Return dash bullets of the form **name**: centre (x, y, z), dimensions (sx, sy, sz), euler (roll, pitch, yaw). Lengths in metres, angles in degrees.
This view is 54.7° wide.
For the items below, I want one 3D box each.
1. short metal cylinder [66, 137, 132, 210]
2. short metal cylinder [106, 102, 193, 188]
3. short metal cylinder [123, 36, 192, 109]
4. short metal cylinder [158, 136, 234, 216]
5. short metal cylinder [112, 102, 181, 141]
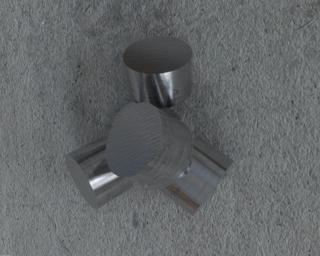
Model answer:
- **short metal cylinder**: centre (-0.080, 0.058, 0.403), dimensions (0.080, 0.050, 0.079), euler (38, 144, 36)
- **short metal cylinder**: centre (-0.012, 0.019, 0.330), dimensions (0.080, 0.050, 0.080), euler (-21, 56, 36)
- **short metal cylinder**: centre (-0.001, -0.068, 0.375), dimensions (0.080, 0.080, 0.050), euler (15, 138, 19)
- **short metal cylinder**: centre (0.043, 0.056, 0.366), dimensions (0.050, 0.080, 0.080), euler (36, 102, 16)
- **short metal cylinder**: centre (-0.015, 0.006, 0.402), dimensions (0.080, 0.050, 0.080), euler (0, 89, 19)
